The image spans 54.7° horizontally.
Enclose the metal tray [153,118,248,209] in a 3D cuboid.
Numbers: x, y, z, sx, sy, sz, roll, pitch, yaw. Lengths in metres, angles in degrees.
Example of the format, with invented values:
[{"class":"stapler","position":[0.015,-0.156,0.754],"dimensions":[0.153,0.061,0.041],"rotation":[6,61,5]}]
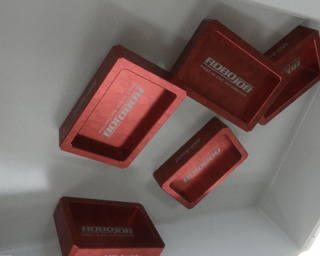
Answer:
[{"class":"metal tray","position":[0.065,0.057,0.478],"dimensions":[0.130,0.030,0.090],"rotation":[-43,130,1]}]

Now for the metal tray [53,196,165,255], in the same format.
[{"class":"metal tray","position":[-0.068,0.137,0.415],"dimensions":[0.131,0.090,0.030],"rotation":[15,110,-35]}]

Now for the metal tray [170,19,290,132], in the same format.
[{"class":"metal tray","position":[0.086,-0.063,0.390],"dimensions":[0.131,0.030,0.090],"rotation":[29,103,-20]}]

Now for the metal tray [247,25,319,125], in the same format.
[{"class":"metal tray","position":[0.180,-0.076,0.459],"dimensions":[0.130,0.030,0.090],"rotation":[-39,130,-2]}]

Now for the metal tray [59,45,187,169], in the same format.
[{"class":"metal tray","position":[-0.044,-0.017,0.350],"dimensions":[0.091,0.030,0.129],"rotation":[23,118,-33]}]
